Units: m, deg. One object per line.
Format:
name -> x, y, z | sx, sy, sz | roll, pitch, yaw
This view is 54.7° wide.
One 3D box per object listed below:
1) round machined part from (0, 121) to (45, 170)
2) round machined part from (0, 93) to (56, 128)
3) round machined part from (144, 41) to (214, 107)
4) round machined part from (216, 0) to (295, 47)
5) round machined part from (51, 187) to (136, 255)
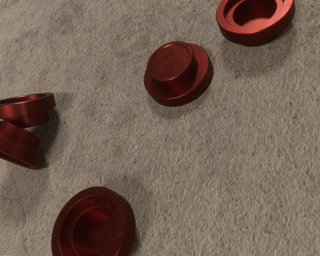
round machined part -> -0.216, 0.023, 0.454 | 0.098, 0.098, 0.042 | 7, 66, 31
round machined part -> -0.218, -0.027, 0.499 | 0.099, 0.042, 0.098 | -7, 15, 2
round machined part -> 0.021, -0.081, 0.431 | 0.098, 0.042, 0.098 | -13, 56, 20
round machined part -> 0.129, -0.149, 0.416 | 0.098, 0.042, 0.098 | -13, 56, 20
round machined part -> -0.071, 0.121, 0.355 | 0.098, 0.042, 0.098 | -13, 56, 20
